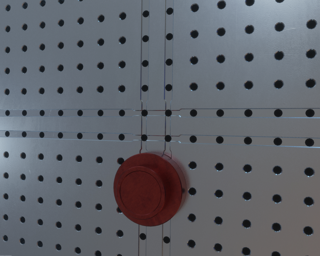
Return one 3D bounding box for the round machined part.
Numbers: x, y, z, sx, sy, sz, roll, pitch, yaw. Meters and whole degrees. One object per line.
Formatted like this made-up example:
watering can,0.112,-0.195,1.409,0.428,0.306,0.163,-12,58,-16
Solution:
round machined part,-0.018,0.082,0.409,0.098,0.042,0.097,0,90,19
